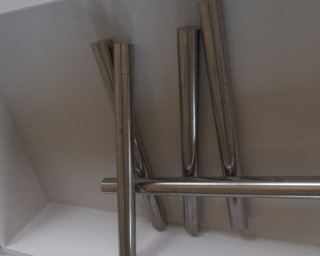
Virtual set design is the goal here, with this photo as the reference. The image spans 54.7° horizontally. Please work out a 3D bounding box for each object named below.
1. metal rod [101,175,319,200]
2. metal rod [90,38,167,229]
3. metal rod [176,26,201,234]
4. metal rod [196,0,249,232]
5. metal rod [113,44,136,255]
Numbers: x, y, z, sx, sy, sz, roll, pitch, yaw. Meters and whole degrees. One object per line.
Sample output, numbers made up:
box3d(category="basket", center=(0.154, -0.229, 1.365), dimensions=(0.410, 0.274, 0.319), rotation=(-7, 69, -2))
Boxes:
box3d(category="metal rod", center=(0.048, 0.075, 0.394), dimensions=(0.300, 0.025, 0.025), rotation=(-6, 116, 30))
box3d(category="metal rod", center=(-0.037, 0.025, 0.441), dimensions=(0.025, 0.025, 0.298), rotation=(-1, 118, 28))
box3d(category="metal rod", center=(0.040, 0.024, 0.401), dimensions=(0.025, 0.025, 0.298), rotation=(9, 123, 23))
box3d(category="metal rod", center=(0.080, 0.005, 0.368), dimensions=(0.025, 0.025, 0.298), rotation=(1, 119, 27))
box3d(category="metal rod", center=(-0.045, 0.043, 0.407), dimensions=(0.025, 0.025, 0.298), rotation=(7, 106, 24))
